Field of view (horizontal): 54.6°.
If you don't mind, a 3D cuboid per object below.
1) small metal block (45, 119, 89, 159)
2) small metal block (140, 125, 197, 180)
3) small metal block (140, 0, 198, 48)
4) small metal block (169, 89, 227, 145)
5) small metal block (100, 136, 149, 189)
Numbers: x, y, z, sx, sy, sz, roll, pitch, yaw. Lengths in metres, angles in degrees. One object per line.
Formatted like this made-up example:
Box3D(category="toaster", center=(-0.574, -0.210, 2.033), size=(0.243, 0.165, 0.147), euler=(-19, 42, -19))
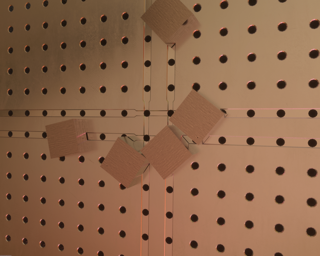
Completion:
Box3D(category="small metal block", center=(-0.138, 0.016, 0.462), size=(0.050, 0.025, 0.050), euler=(-12, 86, 19))
Box3D(category="small metal block", center=(0.011, 0.032, 0.409), size=(0.050, 0.025, 0.050), euler=(-44, 77, 15))
Box3D(category="small metal block", center=(0.012, -0.144, 0.409), size=(0.050, 0.025, 0.050), euler=(-44, 76, 14))
Box3D(category="small metal block", center=(0.048, -0.014, 0.396), size=(0.050, 0.025, 0.050), euler=(41, 103, 15))
Box3D(category="small metal block", center=(-0.046, 0.047, 0.429), size=(0.050, 0.025, 0.050), euler=(36, 101, 16))
